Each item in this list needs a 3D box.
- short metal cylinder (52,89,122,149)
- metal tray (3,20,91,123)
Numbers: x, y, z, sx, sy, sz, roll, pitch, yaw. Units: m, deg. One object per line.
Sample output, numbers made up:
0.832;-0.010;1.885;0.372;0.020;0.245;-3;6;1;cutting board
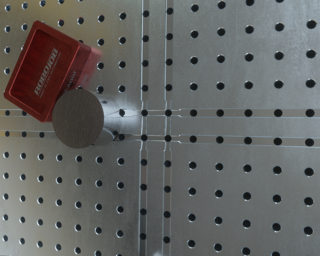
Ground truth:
-0.101;-0.012;0.434;0.080;0.050;0.079;0;90;19;short metal cylinder
-0.172;-0.083;0.468;0.090;0.030;0.129;30;100;17;metal tray
